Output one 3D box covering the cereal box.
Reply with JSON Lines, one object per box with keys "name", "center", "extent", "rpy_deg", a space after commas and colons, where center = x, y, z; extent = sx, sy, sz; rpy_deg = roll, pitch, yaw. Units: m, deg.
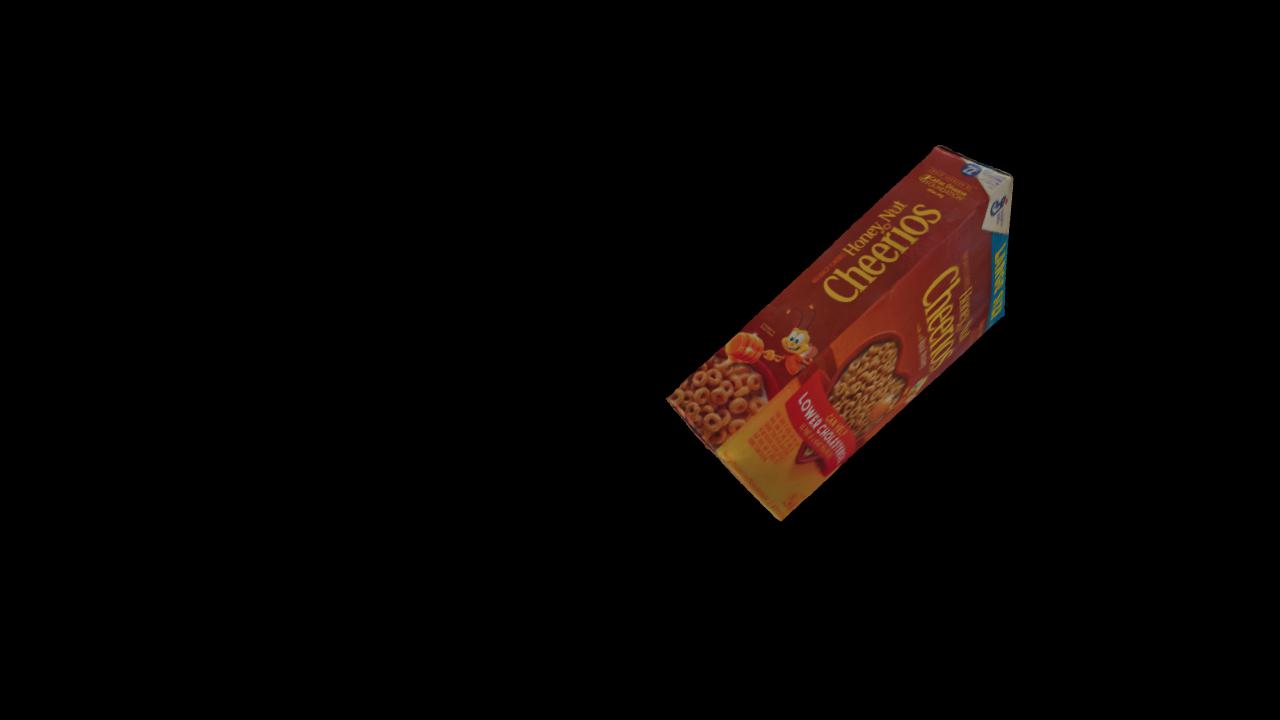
{"name": "cereal box", "center": [0.189, -0.007, 0.544], "extent": [0.081, 0.306, 0.203], "rpy_deg": [48, 0, 38]}
